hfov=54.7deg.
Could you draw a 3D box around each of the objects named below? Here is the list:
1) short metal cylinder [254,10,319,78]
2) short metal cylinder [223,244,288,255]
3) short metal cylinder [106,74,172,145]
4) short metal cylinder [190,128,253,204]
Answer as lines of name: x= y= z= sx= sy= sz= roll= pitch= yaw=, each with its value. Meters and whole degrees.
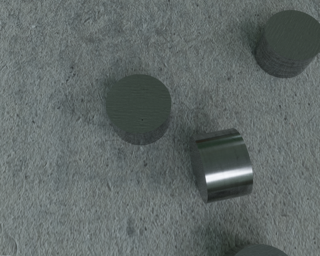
short metal cylinder: x=0.181 y=-0.118 z=0.439 sx=0.081 sy=0.050 sz=0.080 roll=0 pitch=70 yaw=0
short metal cylinder: x=0.105 y=0.168 z=0.334 sx=0.081 sy=0.050 sz=0.080 roll=0 pitch=70 yaw=0
short metal cylinder: x=-0.026 y=-0.023 z=0.403 sx=0.081 sy=0.050 sz=0.080 roll=0 pitch=70 yaw=0
short metal cylinder: x=0.069 y=0.044 z=0.363 sx=0.050 sy=0.080 sz=0.080 roll=-11 pitch=71 yaw=-4
